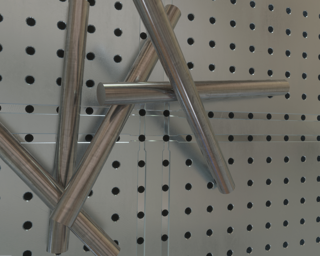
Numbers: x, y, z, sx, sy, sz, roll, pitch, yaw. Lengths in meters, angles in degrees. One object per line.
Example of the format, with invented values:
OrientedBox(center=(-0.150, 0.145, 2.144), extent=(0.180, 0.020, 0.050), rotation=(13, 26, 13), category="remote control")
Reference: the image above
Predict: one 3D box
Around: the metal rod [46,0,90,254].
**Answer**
OrientedBox(center=(-0.110, -0.004, 0.372), extent=(0.025, 0.025, 0.298), rotation=(5, 88, -20), category="metal rod")

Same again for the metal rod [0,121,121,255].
OrientedBox(center=(-0.153, 0.035, 0.337), extent=(0.025, 0.025, 0.300), rotation=(-43, 97, -15), category="metal rod")

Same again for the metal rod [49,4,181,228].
OrientedBox(center=(-0.042, -0.031, 0.369), extent=(0.025, 0.025, 0.300), rotation=(32, 69, -18), category="metal rod")

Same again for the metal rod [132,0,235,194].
OrientedBox(center=(0.040, -0.022, 0.368), extent=(0.025, 0.025, 0.299), rotation=(-39, 126, -16), category="metal rod")

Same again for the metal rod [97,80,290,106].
OrientedBox(center=(0.065, -0.050, 0.406), extent=(0.303, 0.025, 0.025), rotation=(-6, 93, -32), category="metal rod")
